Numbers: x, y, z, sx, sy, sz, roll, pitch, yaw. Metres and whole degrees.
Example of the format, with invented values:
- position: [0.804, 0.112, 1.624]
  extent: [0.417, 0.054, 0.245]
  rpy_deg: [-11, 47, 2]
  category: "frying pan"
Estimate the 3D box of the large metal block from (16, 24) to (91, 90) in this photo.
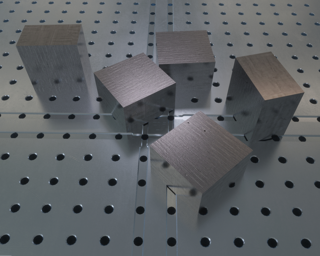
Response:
- position: [-0.152, -0.104, 0.458]
  extent: [0.080, 0.080, 0.050]
  rpy_deg: [-2, 50, -1]
  category: "large metal block"

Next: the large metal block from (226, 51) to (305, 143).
- position: [0.131, -0.040, 0.406]
  extent: [0.050, 0.080, 0.080]
  rpy_deg: [-12, 51, -10]
  category: "large metal block"

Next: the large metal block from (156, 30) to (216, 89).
- position: [0.036, -0.106, 0.481]
  extent: [0.080, 0.050, 0.080]
  rpy_deg: [-3, 50, -3]
  category: "large metal block"

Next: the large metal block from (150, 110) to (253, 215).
- position: [0.045, 0.038, 0.360]
  extent: [0.080, 0.050, 0.080]
  rpy_deg: [-34, 58, -25]
  category: "large metal block"

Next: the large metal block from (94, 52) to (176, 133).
- position: [-0.035, -0.052, 0.435]
  extent: [0.080, 0.050, 0.080]
  rpy_deg: [-28, 56, -22]
  category: "large metal block"
